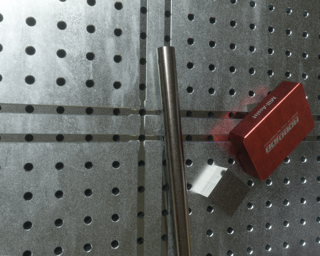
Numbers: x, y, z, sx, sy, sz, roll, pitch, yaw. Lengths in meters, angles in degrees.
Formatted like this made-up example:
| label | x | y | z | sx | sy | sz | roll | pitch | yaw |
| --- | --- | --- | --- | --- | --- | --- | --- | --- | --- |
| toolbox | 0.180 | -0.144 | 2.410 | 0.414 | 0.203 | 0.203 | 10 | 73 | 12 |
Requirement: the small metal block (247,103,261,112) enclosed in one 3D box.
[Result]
| label | x | y | z | sx | sy | sz | roll | pitch | yaw |
| --- | --- | --- | --- | --- | --- | --- | --- | --- | --- |
| small metal block | 0.166 | -0.017 | 0.476 | 0.050 | 0.025 | 0.050 | -13 | 95 | -20 |

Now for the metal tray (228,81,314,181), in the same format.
| label | x | y | z | sx | sy | sz | roll | pitch | yaw |
| --- | --- | --- | --- | --- | --- | --- | --- | --- | --- |
| metal tray | 0.169 | 0.003 | 0.460 | 0.130 | 0.030 | 0.090 | -42 | 121 | -15 |

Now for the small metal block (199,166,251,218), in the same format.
| label | x | y | z | sx | sy | sz | roll | pitch | yaw |
| --- | --- | --- | --- | --- | --- | --- | --- | --- | --- |
| small metal block | 0.094 | 0.092 | 0.449 | 0.050 | 0.025 | 0.050 | 42 | 77 | -16 |

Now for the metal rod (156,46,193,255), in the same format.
| label | x | y | z | sx | sy | sz | roll | pitch | yaw |
| --- | --- | --- | --- | --- | --- | --- | --- | --- | --- |
| metal rod | 0.020 | 0.041 | 0.421 | 0.025 | 0.025 | 0.298 | -6 | 92 | -20 |
